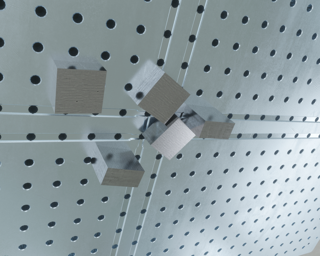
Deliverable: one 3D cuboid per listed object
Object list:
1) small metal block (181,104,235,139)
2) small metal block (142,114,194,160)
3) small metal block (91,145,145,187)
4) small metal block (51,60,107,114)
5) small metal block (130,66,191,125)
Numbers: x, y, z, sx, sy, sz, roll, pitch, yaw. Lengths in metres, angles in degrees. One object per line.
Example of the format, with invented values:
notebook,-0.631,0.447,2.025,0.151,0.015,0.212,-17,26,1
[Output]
small metal block,0.065,-0.009,0.424,0.050,0.050,0.025,4,117,-30
small metal block,0.013,0.009,0.419,0.050,0.025,0.050,-44,137,3
small metal block,-0.055,0.049,0.395,0.050,0.050,0.025,11,113,-33
small metal block,-0.088,-0.044,0.336,0.050,0.025,0.050,-2,119,-28
small metal block,0.001,-0.040,0.386,0.050,0.025,0.050,-50,129,7
